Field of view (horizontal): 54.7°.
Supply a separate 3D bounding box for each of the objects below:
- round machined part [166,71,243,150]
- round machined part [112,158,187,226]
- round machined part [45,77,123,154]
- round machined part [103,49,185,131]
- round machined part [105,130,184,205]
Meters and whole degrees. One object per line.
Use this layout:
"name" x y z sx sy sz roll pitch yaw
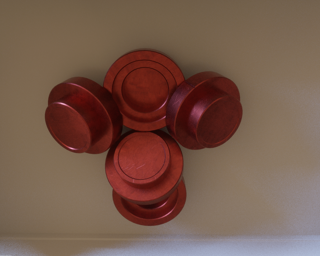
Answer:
"round machined part" 0.059 -0.015 0.371 0.099 0.042 0.097 -17 126 -25
"round machined part" -0.014 0.083 0.430 0.099 0.042 0.097 0 110 0
"round machined part" -0.098 -0.009 0.373 0.098 0.042 0.097 15 126 22
"round machined part" -0.018 -0.048 0.381 0.099 0.042 0.097 0 110 0
"round machined part" -0.020 0.042 0.385 0.099 0.098 0.042 -6 154 2
